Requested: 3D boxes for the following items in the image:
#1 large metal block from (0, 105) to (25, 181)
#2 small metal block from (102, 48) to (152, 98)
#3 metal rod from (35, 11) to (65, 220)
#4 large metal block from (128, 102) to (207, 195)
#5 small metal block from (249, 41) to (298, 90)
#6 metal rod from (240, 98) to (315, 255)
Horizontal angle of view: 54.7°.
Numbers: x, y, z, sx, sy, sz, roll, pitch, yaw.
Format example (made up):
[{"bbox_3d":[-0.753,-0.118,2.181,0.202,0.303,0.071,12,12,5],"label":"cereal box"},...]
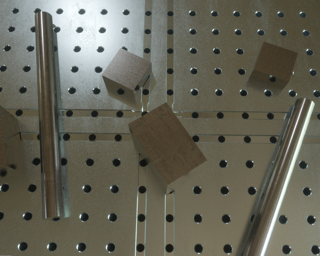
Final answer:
[{"bbox_3d":[-0.225,0.026,0.387,0.081,0.050,0.080,-15,71,-6],"label":"large metal block"},{"bbox_3d":[-0.046,-0.078,0.440,0.050,0.025,0.050,27,72,9],"label":"small metal block"},{"bbox_3d":[-0.152,-0.031,0.421,0.025,0.025,0.299,-9,70,-3],"label":"metal rod"},{"bbox_3d":[0.008,0.028,0.372,0.050,0.080,0.080,-31,73,-10],"label":"large metal block"},{"bbox_3d":[0.163,-0.090,0.445,0.050,0.025,0.050,21,71,7],"label":"small metal block"},{"bbox_3d":[0.135,0.093,0.378,0.025,0.025,0.300,24,72,8],"label":"metal rod"}]
